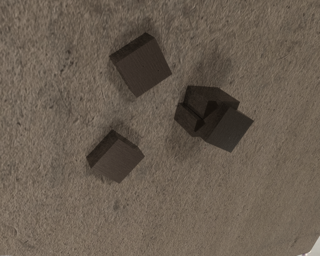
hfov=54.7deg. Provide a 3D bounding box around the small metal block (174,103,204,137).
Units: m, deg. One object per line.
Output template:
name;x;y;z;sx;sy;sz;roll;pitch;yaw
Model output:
small metal block;0.055;-0.012;0.415;0.050;0.050;0.025;-1;119;-28

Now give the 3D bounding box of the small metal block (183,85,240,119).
small metal block;0.067;-0.034;0.408;0.050;0.050;0.025;-1;119;-29

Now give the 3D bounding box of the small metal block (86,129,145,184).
small metal block;-0.057;0.038;0.400;0.050;0.025;0.050;-47;130;5

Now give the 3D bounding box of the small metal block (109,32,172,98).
small metal block;-0.021;-0.071;0.352;0.050;0.025;0.050;-35;129;-6

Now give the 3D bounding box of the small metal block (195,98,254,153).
small metal block;0.081;-0.002;0.387;0.050;0.025;0.050;23;106;-37
